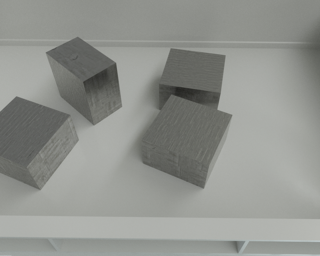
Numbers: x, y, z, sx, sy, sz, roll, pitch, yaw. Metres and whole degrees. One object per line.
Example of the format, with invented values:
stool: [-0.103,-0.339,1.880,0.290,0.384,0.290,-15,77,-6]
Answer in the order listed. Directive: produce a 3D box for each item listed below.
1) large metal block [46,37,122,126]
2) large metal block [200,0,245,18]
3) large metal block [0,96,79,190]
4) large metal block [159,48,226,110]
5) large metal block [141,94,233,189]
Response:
large metal block: [-0.101,-0.064,0.422,0.080,0.080,0.050,37,59,27]
large metal block: [0.127,-0.267,0.617,0.080,0.050,0.080,9,51,7]
large metal block: [-0.159,0.016,0.374,0.080,0.050,0.080,18,52,15]
large metal block: [0.047,-0.065,0.444,0.080,0.050,0.080,9,51,8]
large metal block: [0.033,0.014,0.377,0.080,0.050,0.080,21,53,16]
